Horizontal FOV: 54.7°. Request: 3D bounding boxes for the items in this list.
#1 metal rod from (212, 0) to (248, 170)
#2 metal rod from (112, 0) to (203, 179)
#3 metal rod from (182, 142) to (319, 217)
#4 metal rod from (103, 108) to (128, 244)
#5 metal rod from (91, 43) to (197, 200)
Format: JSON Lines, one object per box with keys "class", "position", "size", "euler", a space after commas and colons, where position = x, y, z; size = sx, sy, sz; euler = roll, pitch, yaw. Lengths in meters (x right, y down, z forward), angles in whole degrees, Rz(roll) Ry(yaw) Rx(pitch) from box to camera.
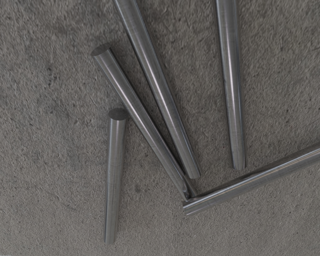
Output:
{"class": "metal rod", "position": [0.083, -0.059, 0.357], "size": [0.025, 0.025, 0.299], "euler": [-10, 130, 8]}
{"class": "metal rod", "position": [0.004, -0.042, 0.371], "size": [0.025, 0.025, 0.299], "euler": [-15, 129, 12]}
{"class": "metal rod", "position": [0.170, 0.058, 0.440], "size": [0.300, 0.025, 0.025], "euler": [-27, 125, 15]}
{"class": "metal rod", "position": [-0.073, 0.095, 0.487], "size": [0.025, 0.025, 0.298], "euler": [6, 130, -5]}
{"class": "metal rod", "position": [-0.004, 0.019, 0.423], "size": [0.025, 0.025, 0.299], "euler": [-19, 128, 15]}
